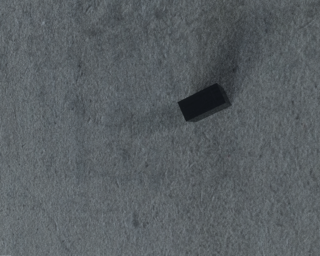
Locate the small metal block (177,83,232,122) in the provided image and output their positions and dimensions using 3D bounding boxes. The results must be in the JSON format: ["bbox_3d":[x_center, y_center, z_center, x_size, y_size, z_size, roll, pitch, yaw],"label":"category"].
[{"bbox_3d":[0.055,-0.029,0.376,0.050,0.050,0.025,-26,82,18],"label":"small metal block"}]
